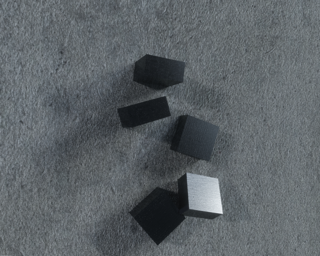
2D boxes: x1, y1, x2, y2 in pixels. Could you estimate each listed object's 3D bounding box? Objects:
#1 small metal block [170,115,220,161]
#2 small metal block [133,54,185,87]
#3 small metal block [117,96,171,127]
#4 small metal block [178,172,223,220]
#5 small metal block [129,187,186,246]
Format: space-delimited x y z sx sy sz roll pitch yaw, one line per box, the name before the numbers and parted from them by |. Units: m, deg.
small metal block | 0.048 0.014 0.427 0.050 0.025 0.050 20 83 -19
small metal block | -0.002 -0.072 0.395 0.050 0.050 0.025 7 88 -20
small metal block | -0.021 -0.020 0.388 0.050 0.050 0.025 -17 96 -19
small metal block | 0.053 0.092 0.416 0.050 0.025 0.050 14 53 -22
small metal block | -0.003 0.115 0.408 0.050 0.025 0.050 -40 103 -16
